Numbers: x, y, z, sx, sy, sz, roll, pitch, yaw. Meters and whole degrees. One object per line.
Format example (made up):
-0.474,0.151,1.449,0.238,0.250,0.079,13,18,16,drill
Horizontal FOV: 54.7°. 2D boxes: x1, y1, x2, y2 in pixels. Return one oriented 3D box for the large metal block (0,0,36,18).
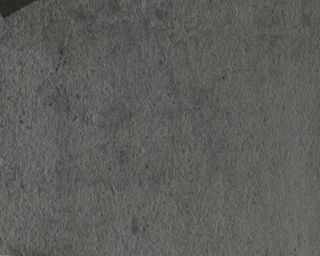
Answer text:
-0.163,-0.182,0.335,0.080,0.050,0.080,-38,102,-16,large metal block
